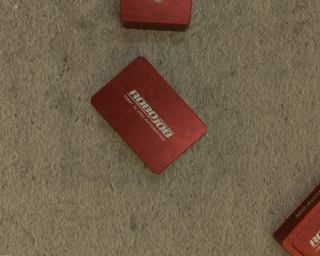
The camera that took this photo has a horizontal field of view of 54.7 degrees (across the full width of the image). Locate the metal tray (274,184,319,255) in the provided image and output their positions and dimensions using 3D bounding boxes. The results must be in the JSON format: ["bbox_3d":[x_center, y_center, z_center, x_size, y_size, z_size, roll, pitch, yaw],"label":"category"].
[{"bbox_3d":[0.229,0.130,0.409,0.090,0.030,0.130,43,90,0],"label":"metal tray"}]

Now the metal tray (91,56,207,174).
[{"bbox_3d":[-0.014,-0.016,0.407,0.090,0.030,0.130,-42,90,0],"label":"metal tray"}]

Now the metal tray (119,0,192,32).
[{"bbox_3d":[-0.003,-0.197,0.407,0.091,0.030,0.129,3,90,0],"label":"metal tray"}]
